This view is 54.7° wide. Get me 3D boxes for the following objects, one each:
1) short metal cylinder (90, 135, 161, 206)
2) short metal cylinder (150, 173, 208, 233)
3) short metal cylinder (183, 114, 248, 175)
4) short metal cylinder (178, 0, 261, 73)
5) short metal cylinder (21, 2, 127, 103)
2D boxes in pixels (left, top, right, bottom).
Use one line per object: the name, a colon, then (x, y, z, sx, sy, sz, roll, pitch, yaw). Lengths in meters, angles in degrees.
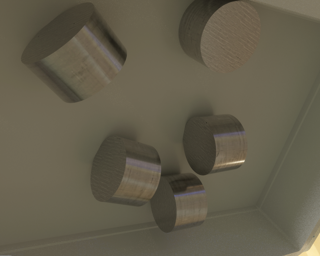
short metal cylinder: (-0.044, 0.054, 0.384, 0.050, 0.080, 0.080, 19, 108, -36)
short metal cylinder: (0.026, 0.108, 0.456, 0.050, 0.080, 0.079, -2, 120, -28)
short metal cylinder: (0.074, 0.022, 0.429, 0.050, 0.080, 0.079, -6, 121, -26)
short metal cylinder: (0.069, -0.111, 0.363, 0.081, 0.050, 0.079, -14, 124, -21)
short metal cylinder: (-0.078, -0.070, 0.288, 0.080, 0.080, 0.050, -40, 130, -2)
